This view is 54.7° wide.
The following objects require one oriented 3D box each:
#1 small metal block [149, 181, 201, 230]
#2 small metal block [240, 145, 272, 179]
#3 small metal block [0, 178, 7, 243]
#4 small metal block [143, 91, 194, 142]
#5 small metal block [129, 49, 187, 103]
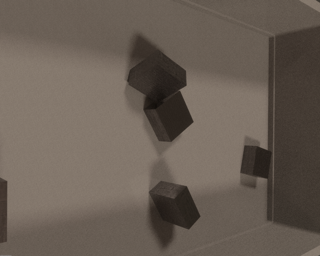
[{"bbox_3d":[0.019,0.101,0.409,0.025,0.050,0.050,-38,114,-34],"label":"small metal block"},{"bbox_3d":[0.173,0.061,0.555,0.050,0.025,0.050,19,78,-39],"label":"small metal block"},{"bbox_3d":[-0.151,0.068,0.265,0.025,0.050,0.050,0,90,-40],"label":"small metal block"},{"bbox_3d":[0.013,-0.016,0.419,0.050,0.025,0.050,-40,115,-33],"label":"small metal block"},{"bbox_3d":[-0.003,-0.063,0.386,0.050,0.050,0.025,29,48,-36],"label":"small metal block"}]
